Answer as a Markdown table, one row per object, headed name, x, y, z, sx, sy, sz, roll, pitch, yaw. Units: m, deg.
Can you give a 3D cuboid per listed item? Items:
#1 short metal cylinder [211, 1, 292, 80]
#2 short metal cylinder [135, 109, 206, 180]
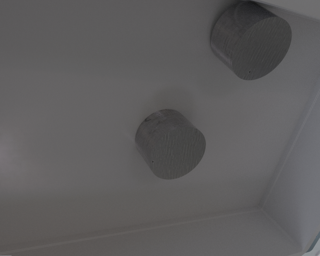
| name | x | y | z | sx | sy | sz | roll | pitch | yaw |
| --- | --- | --- | --- | --- | --- | --- | --- | --- | --- |
| short metal cylinder | 0.110 | -0.106 | 0.378 | 0.081 | 0.050 | 0.079 | -15 | 134 | -16 |
| short metal cylinder | 0.013 | 0.021 | 0.413 | 0.081 | 0.050 | 0.079 | -14 | 124 | -21 |
